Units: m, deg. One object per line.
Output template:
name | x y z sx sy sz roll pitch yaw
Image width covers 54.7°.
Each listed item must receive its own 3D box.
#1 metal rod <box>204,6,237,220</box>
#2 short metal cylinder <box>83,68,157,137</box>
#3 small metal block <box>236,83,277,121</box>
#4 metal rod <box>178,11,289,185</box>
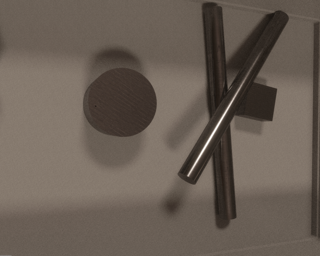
metal rod | 0.087 -0.020 0.444 0.025 0.025 0.298 -5 92 -20
short metal cylinder | -0.050 -0.030 0.379 0.081 0.050 0.079 0 90 -20
small metal block | 0.144 -0.039 0.466 0.050 0.025 0.050 11 86 -20
metal rod | 0.110 -0.055 0.428 0.025 0.025 0.300 40 68 -16
